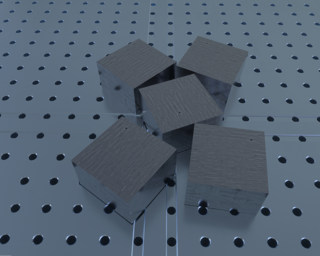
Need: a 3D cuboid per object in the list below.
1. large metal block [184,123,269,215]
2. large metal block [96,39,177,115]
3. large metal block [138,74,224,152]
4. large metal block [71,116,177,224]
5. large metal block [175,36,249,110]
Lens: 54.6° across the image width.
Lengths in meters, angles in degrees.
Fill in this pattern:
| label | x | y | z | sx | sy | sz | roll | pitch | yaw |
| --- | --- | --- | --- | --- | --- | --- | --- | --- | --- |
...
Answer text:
| label | x | y | z | sx | sy | sz | roll | pitch | yaw |
| --- | --- | --- | --- | --- | --- | --- | --- | --- | --- |
| large metal block | 0.074 | 0.045 | 0.354 | 0.080 | 0.050 | 0.080 | 7 | 50 | 5 |
| large metal block | -0.033 | -0.078 | 0.457 | 0.080 | 0.050 | 0.080 | -37 | 59 | -26 |
| large metal block | 0.025 | -0.018 | 0.406 | 0.081 | 0.050 | 0.080 | -18 | 52 | -14 |
| large metal block | -0.038 | 0.045 | 0.352 | 0.080 | 0.050 | 0.080 | 30 | 56 | 23 |
| large metal block | 0.076 | -0.084 | 0.461 | 0.080 | 0.050 | 0.080 | 22 | 54 | 14 |
